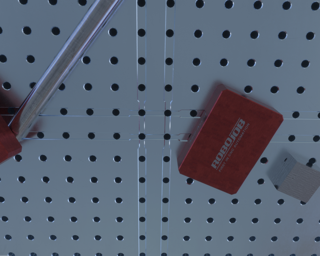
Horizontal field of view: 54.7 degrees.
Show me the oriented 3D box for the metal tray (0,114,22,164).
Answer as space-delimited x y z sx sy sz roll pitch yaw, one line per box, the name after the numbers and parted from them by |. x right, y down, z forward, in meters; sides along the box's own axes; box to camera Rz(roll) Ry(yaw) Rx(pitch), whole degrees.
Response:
-0.249 -0.002 0.389 0.090 0.030 0.130 -30 96 14 | metal tray

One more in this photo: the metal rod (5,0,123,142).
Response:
-0.111 -0.089 0.378 0.025 0.025 0.299 38 105 -13 | metal rod

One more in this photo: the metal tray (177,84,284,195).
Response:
0.091 0.018 0.419 0.090 0.030 0.129 24 108 -9 | metal tray

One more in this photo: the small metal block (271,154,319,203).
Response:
0.198 0.072 0.443 0.050 0.025 0.050 24 108 -9 | small metal block
